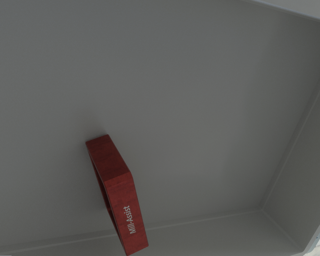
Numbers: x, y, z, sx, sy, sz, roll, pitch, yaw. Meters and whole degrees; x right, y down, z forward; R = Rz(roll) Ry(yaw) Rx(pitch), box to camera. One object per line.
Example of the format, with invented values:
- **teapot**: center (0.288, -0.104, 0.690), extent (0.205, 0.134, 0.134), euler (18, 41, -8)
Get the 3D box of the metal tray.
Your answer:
- **metal tray**: center (-0.053, 0.084, 0.388), extent (0.030, 0.090, 0.129), euler (-20, 126, -17)
